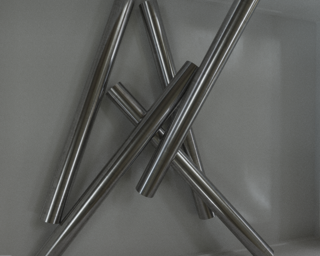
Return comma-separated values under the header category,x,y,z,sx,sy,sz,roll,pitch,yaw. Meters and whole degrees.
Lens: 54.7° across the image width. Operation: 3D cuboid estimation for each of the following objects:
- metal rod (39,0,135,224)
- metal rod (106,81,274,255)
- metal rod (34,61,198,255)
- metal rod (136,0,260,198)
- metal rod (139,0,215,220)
category,x,y,z,sx,sy,sz,roll,pitch,yaw
metal rod,-0.084,-0.034,0.379,0.025,0.025,0.299,20,83,-19
metal rod,0.041,0.061,0.402,0.025,0.025,0.300,-43,95,-15
metal rod,-0.050,0.045,0.366,0.025,0.025,0.300,39,87,-16
metal rod,0.049,-0.051,0.354,0.025,0.025,0.298,24,102,-19
metal rod,0.026,-0.020,0.419,0.025,0.025,0.298,-18,96,-19
